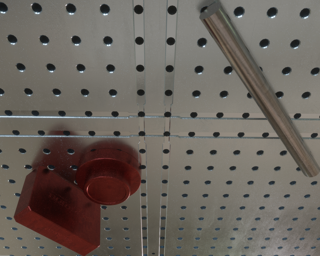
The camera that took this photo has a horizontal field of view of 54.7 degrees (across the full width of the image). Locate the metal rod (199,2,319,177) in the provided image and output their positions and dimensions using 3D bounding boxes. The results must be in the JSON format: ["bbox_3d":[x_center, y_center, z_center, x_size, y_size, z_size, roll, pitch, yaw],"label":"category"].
[{"bbox_3d":[0.140,-0.027,0.390,0.025,0.025,0.300,-30,125,22],"label":"metal rod"}]

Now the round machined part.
[{"bbox_3d":[-0.078,0.080,0.468,0.099,0.042,0.097,-1,130,0],"label":"round machined part"}]

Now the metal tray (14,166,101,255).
[{"bbox_3d":[-0.148,0.126,0.471,0.030,0.090,0.130,-37,122,15],"label":"metal tray"}]
